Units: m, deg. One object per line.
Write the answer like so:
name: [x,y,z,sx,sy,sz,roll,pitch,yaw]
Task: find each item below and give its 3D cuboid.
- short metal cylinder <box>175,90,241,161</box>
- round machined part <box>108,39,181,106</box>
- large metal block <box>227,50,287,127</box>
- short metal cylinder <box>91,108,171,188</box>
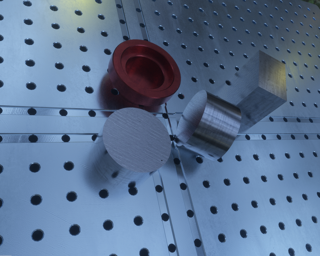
short metal cylinder: [0.062,-0.003,0.408,0.050,0.080,0.080,24,53,-14]
round machined part: [-0.024,-0.071,0.427,0.099,0.042,0.098,14,56,-21]
large metal block: [0.151,-0.061,0.491,0.050,0.080,0.080,24,53,-14]
short metal cylinder: [-0.034,0.023,0.360,0.081,0.050,0.080,14,56,-21]
